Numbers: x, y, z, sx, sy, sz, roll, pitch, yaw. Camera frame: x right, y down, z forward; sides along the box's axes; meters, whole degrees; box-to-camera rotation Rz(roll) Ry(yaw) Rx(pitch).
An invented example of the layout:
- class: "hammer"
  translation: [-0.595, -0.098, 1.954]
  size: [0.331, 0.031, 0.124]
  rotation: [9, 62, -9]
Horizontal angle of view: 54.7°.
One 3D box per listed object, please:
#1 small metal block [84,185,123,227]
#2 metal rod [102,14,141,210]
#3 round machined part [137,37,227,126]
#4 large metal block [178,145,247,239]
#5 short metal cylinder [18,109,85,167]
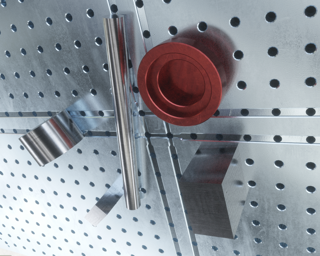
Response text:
- class: "small metal block"
  translation: [-0.096, 0.132, 0.525]
  size: [0.025, 0.050, 0.050]
  rotation: [41, 129, 0]
- class: "metal rod"
  translation: [-0.049, -0.001, 0.434]
  size: [0.025, 0.025, 0.298]
  rotation: [11, 123, 21]
- class: "round machined part"
  translation: [0.027, -0.054, 0.352]
  size: [0.098, 0.042, 0.097]
  rotation: [13, 124, 20]
- class: "large metal block"
  translation: [0.070, 0.076, 0.385]
  size: [0.050, 0.080, 0.080]
  rotation: [-2, 117, 29]
- class: "short metal cylinder"
  translation: [-0.162, 0.014, 0.467]
  size: [0.080, 0.080, 0.050]
  rotation: [-22, 107, 36]
